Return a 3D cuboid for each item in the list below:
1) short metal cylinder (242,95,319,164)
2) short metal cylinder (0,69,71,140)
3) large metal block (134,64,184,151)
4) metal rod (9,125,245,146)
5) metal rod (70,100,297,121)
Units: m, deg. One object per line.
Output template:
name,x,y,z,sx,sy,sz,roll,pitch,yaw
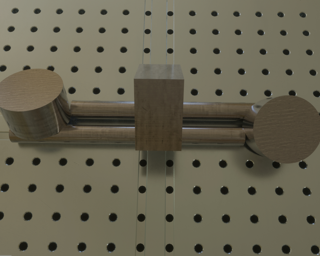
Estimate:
short metal cylinder,0.149,0.001,0.385,0.081,0.050,0.079,0,92,0
short metal cylinder,-0.159,-0.031,0.393,0.081,0.050,0.080,0,47,0
large metal block,-0.001,-0.027,0.360,0.050,0.080,0.079,1,112,0
metal rod,-0.042,0.009,0.407,0.302,0.025,0.025,1,70,0
metal rod,0.033,-0.023,0.420,0.302,0.025,0.025,1,70,0
